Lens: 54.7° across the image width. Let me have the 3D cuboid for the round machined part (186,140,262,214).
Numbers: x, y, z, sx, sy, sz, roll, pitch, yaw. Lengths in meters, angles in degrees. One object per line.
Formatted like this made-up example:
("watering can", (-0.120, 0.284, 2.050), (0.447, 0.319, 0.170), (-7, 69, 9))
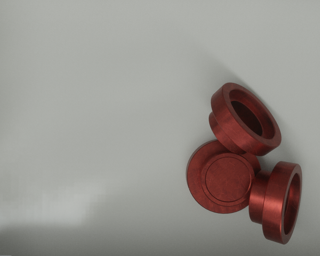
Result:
("round machined part", (0.084, 0.064, 0.403), (0.099, 0.042, 0.097), (0, 90, 0))

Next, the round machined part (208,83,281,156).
("round machined part", (0.100, -0.006, 0.385), (0.098, 0.098, 0.042), (45, 126, 0))

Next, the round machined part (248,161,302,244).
("round machined part", (0.143, 0.089, 0.386), (0.042, 0.099, 0.097), (8, 90, 35))
